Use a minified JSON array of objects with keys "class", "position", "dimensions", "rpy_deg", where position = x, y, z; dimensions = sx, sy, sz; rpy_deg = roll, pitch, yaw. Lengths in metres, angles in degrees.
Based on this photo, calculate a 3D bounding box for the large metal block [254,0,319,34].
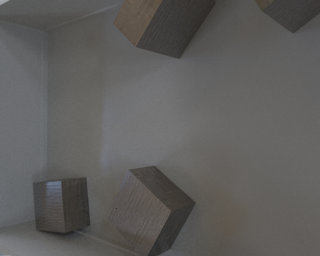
[{"class":"large metal block","position":[0.124,-0.137,0.268],"dimensions":[0.080,0.081,0.050],"rpy_deg":[-39,67,33]}]

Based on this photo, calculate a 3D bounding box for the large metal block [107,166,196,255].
[{"class":"large metal block","position":[-0.013,0.107,0.402],"dimensions":[0.080,0.050,0.079],"rpy_deg":[38,113,33]}]

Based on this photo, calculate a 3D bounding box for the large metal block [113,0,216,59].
[{"class":"large metal block","position":[0.005,-0.136,0.366],"dimensions":[0.050,0.081,0.080],"rpy_deg":[50,119,28]}]

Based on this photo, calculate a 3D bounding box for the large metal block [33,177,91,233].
[{"class":"large metal block","position":[-0.168,0.129,0.527],"dimensions":[0.080,0.050,0.080],"rpy_deg":[-10,84,36]}]
